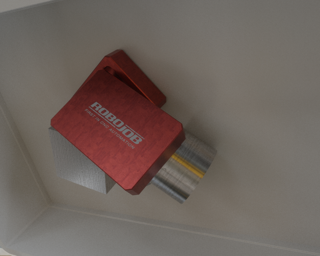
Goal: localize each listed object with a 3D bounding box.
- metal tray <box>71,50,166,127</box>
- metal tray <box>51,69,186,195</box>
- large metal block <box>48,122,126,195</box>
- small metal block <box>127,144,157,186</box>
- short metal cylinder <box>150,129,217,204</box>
[{"bbox_3d":[-0.065,-0.030,0.417,0.090,0.030,0.129,47,129,-5],"label":"metal tray"},{"bbox_3d":[-0.048,0.001,0.352,0.130,0.090,0.030,36,168,22],"label":"metal tray"},{"bbox_3d":[-0.095,0.032,0.417,0.080,0.050,0.079,15,125,19],"label":"large metal block"},{"bbox_3d":[-0.017,0.051,0.446,0.050,0.025,0.050,-32,101,38],"label":"small metal block"},{"bbox_3d":[0.027,0.046,0.385,0.050,0.080,0.079,34,129,5],"label":"short metal cylinder"}]
